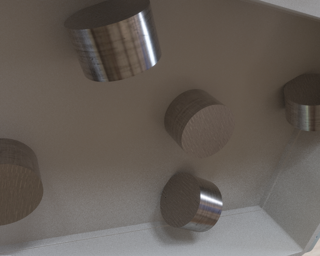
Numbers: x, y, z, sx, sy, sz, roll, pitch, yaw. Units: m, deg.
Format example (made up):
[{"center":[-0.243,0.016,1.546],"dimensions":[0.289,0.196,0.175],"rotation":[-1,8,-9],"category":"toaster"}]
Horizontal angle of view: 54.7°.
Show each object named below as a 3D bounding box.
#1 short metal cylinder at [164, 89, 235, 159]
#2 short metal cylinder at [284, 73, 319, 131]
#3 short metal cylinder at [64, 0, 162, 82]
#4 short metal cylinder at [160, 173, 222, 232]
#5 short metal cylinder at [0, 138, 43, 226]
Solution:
[{"center":[0.053,-0.006,0.417],"dimensions":[0.081,0.050,0.079],"rotation":[-14,124,-21],"category":"short metal cylinder"},{"center":[0.235,-0.040,0.476],"dimensions":[0.080,0.080,0.050],"rotation":[-29,129,-10],"category":"short metal cylinder"},{"center":[-0.043,-0.086,0.296],"dimensions":[0.080,0.080,0.050],"rotation":[-25,128,-13],"category":"short metal cylinder"},{"center":[0.046,0.113,0.468],"dimensions":[0.050,0.080,0.080],"rotation":[26,104,-37],"category":"short metal cylinder"},{"center":[-0.172,0.058,0.334],"dimensions":[0.081,0.050,0.079],"rotation":[-14,124,-21],"category":"short metal cylinder"}]
